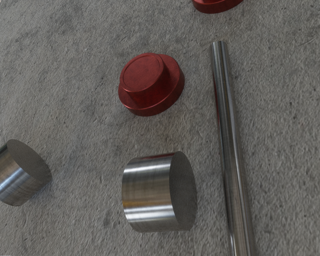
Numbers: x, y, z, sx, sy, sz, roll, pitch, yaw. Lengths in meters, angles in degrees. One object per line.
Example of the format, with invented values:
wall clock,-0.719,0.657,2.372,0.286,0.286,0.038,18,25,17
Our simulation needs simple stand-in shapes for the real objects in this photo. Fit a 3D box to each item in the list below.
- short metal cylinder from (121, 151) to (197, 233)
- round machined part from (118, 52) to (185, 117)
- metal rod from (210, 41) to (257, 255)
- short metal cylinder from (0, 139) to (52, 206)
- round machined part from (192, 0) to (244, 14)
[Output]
short metal cylinder,0.002,0.067,0.325,0.050,0.080,0.080,-11,57,22
round machined part,-0.018,-0.068,0.443,0.098,0.042,0.098,-13,56,20
metal rod,0.079,0.017,0.351,0.025,0.025,0.299,-13,56,21
short metal cylinder,-0.200,0.062,0.433,0.050,0.080,0.080,-41,51,0
round machined part,0.092,-0.231,0.486,0.098,0.042,0.098,-13,56,20
